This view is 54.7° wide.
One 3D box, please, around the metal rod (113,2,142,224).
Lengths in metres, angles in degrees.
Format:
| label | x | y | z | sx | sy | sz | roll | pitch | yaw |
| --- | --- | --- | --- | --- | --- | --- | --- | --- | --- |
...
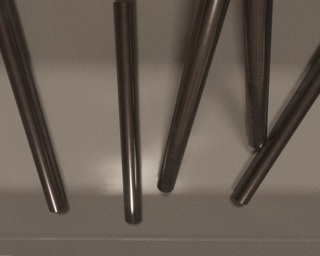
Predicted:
| label | x | y | z | sx | sy | sz | roll | pitch | yaw |
| --- | --- | --- | --- | --- | --- | --- | --- | --- | --- |
| metal rod | -0.041 | -0.005 | 0.408 | 0.025 | 0.025 | 0.298 | -1 | 110 | 0 |

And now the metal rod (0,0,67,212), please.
| label | x | y | z | sx | sy | sz | roll | pitch | yaw |
| --- | --- | --- | --- | --- | --- | --- | --- | --- | --- |
| metal rod | -0.169 | -0.023 | 0.400 | 0.025 | 0.025 | 0.298 | -7 | 110 | 2 |

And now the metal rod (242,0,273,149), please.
| label | x | y | z | sx | sy | sz | roll | pitch | yaw |
| --- | --- | --- | --- | --- | --- | --- | --- | --- | --- |
| metal rod | 0.097 | -0.071 | 0.307 | 0.025 | 0.025 | 0.299 | -16 | 141 | 5 |

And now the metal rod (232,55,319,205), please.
| label | x | y | z | sx | sy | sz | roll | pitch | yaw |
| --- | --- | --- | --- | --- | --- | --- | --- | --- | --- |
| metal rod | 0.179 | -0.024 | 0.405 | 0.025 | 0.025 | 0.298 | 23 | 108 | -9 |

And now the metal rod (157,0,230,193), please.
| label | x | y | z | sx | sy | sz | roll | pitch | yaw |
| --- | --- | --- | --- | --- | --- | --- | --- | --- | --- |
| metal rod | 0.029 | -0.022 | 0.340 | 0.025 | 0.025 | 0.298 | 8 | 134 | -3 |
